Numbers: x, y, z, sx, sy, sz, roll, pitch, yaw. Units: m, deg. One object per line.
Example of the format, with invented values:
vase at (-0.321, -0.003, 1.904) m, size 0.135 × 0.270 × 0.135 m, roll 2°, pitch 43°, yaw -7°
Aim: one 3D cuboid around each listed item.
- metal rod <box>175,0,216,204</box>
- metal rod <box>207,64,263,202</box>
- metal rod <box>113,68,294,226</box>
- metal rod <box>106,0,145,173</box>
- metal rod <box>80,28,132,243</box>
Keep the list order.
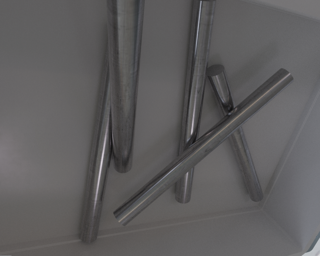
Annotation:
metal rod at (0.044, -0.016, 0.422) m, size 0.025 × 0.025 × 0.298 m, roll -11°, pitch 123°, yaw -23°
metal rod at (0.127, 0.027, 0.494) m, size 0.025 × 0.025 × 0.299 m, roll -34°, pitch 129°, yaw -6°
metal rod at (0.059, 0.025, 0.422) m, size 0.300 × 0.025 × 0.025 m, roll -41°, pitch 129°, yaw -1°
metal rod at (-0.033, -0.030, 0.289) m, size 0.025 × 0.025 × 0.298 m, roll -18°, pitch 152°, yaw -18°
metal rod at (-0.072, 0.025, 0.384) m, size 0.025 × 0.025 × 0.298 m, roll -1°, pitch 119°, yaw -28°
